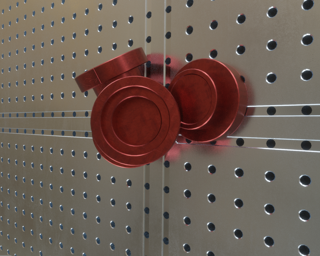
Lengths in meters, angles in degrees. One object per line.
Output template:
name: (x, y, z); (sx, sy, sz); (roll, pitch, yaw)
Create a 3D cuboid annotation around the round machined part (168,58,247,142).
round machined part: (0.046, -0.032, 0.359); (0.098, 0.042, 0.097); (0, 90, 39)

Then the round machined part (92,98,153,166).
round machined part: (-0.060, 0.006, 0.446); (0.098, 0.042, 0.097); (0, 90, 39)

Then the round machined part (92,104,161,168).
round machined part: (-0.039, 0.003, 0.398); (0.099, 0.042, 0.097); (0, 87, 2)

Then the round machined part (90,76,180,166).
round machined part: (-0.025, -0.007, 0.355); (0.099, 0.042, 0.097); (0, 89, 6)

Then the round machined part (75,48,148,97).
round machined part: (-0.059, -0.068, 0.415); (0.098, 0.099, 0.042); (-16, 106, 38)
